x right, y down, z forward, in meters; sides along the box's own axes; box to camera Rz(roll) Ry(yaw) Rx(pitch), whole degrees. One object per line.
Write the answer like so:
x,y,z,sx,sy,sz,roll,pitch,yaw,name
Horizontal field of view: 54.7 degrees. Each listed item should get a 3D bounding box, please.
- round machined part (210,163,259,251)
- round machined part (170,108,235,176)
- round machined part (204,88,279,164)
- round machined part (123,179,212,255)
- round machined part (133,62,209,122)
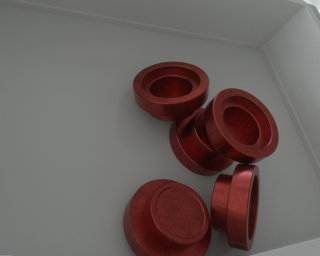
0.089,0.091,0.367,0.042,0.098,0.098,4,48,25,round machined part
0.066,0.013,0.425,0.099,0.042,0.098,14,56,-21,round machined part
0.098,0.001,0.395,0.099,0.042,0.098,14,56,-21,round machined part
0.014,0.098,0.335,0.099,0.042,0.098,16,47,-18,round machined part
0.015,-0.046,0.414,0.099,0.042,0.098,-2,42,2,round machined part
